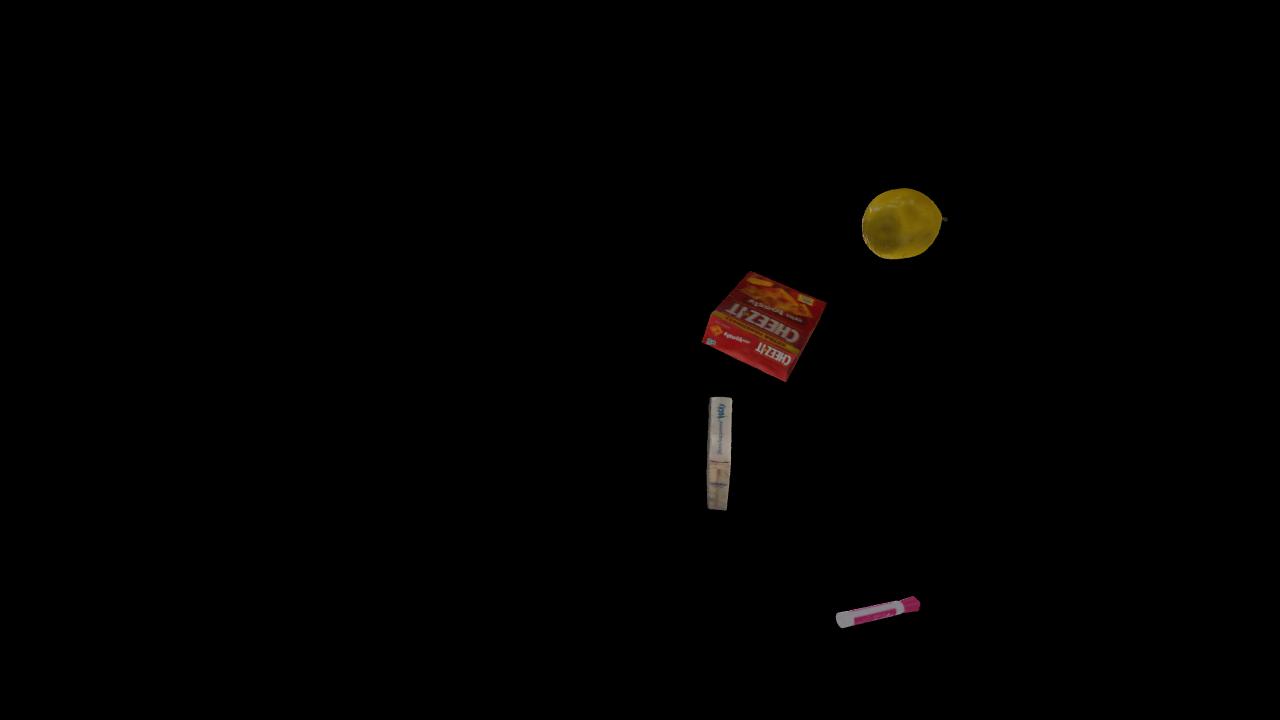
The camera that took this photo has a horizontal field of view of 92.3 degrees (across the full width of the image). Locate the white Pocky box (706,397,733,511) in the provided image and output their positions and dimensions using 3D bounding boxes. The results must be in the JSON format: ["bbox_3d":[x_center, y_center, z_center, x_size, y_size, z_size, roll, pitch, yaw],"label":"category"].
[{"bbox_3d":[0.095,0.117,0.745,0.028,0.084,0.154,2,-33,6],"label":"white Pocky box"}]

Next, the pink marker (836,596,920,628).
[{"bbox_3d":[0.314,0.329,0.805,0.121,0.020,0.020,-5,1,-16],"label":"pink marker"}]

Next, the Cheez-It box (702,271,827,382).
[{"bbox_3d":[0.231,-0.070,1.130,0.166,0.071,0.223,26,38,15],"label":"Cheez-It box"}]

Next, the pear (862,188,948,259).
[{"bbox_3d":[0.293,-0.151,0.667,0.111,0.080,0.080,-23,15,-40],"label":"pear"}]
